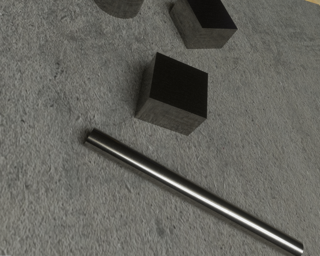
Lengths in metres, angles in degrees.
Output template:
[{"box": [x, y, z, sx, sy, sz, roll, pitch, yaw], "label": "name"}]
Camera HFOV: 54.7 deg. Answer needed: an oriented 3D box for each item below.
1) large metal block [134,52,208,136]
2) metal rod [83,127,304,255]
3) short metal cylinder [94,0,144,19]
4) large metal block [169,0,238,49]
[{"box": [0.017, -0.046, 0.425, 0.080, 0.050, 0.080, 19, 54, -17], "label": "large metal block"}, {"box": [0.048, 0.084, 0.377, 0.301, 0.025, 0.025, 30, 52, -9], "label": "metal rod"}, {"box": [-0.061, -0.221, 0.489, 0.081, 0.050, 0.080, 14, 56, -21], "label": "short metal cylinder"}, {"box": [0.075, -0.186, 0.542, 0.081, 0.050, 0.080, -10, 67, -33], "label": "large metal block"}]
